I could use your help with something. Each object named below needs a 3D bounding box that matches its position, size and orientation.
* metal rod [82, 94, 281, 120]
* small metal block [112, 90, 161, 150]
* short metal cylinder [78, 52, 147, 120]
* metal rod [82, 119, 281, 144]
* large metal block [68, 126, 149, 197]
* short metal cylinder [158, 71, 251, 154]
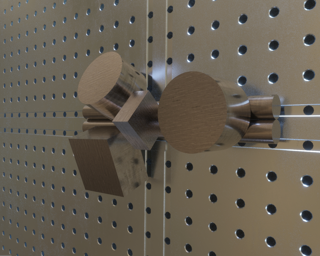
[{"bbox_3d":[0.001,-0.023,0.404,0.300,0.025,0.025,1,91,40],"label":"metal rod"},{"bbox_3d":[-0.022,-0.009,0.370,0.025,0.050,0.050,1,49,40],"label":"small metal block"},{"bbox_3d":[-0.066,-0.056,0.424,0.080,0.050,0.080,-19,55,30],"label":"short metal cylinder"},{"bbox_3d":[0.001,0.002,0.404,0.300,0.025,0.025,1,91,40],"label":"metal rod"},{"bbox_3d":[-0.071,0.043,0.429,0.080,0.050,0.080,-1,110,40],"label":"large metal block"},{"bbox_3d":[0.045,-0.015,0.319,0.080,0.050,0.079,0,90,40],"label":"short metal cylinder"}]
